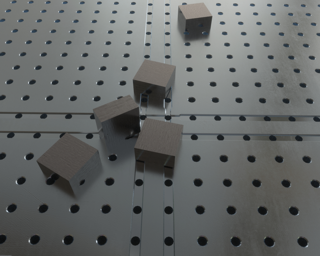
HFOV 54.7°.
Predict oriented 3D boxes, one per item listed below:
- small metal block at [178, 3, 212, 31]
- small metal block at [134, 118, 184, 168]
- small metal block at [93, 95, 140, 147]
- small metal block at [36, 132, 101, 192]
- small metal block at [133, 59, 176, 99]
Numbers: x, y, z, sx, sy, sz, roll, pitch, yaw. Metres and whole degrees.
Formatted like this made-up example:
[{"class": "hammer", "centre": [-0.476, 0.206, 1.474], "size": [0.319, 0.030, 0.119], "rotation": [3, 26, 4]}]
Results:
[{"class": "small metal block", "centre": [0.065, -0.210, 0.585], "size": [0.050, 0.025, 0.050], "rotation": [-10, 51, -9]}, {"class": "small metal block", "centre": [0.000, 0.018, 0.393], "size": [0.050, 0.025, 0.050], "rotation": [11, 51, 9]}, {"class": "small metal block", "centre": [-0.054, -0.009, 0.398], "size": [0.050, 0.050, 0.025], "rotation": [-25, 55, -20]}, {"class": "small metal block", "centre": [-0.108, 0.040, 0.373], "size": [0.050, 0.025, 0.050], "rotation": [26, 54, 20]}, {"class": "small metal block", "centre": [-0.008, -0.075, 0.470], "size": [0.050, 0.025, 0.050], "rotation": [15, 51, 11]}]
